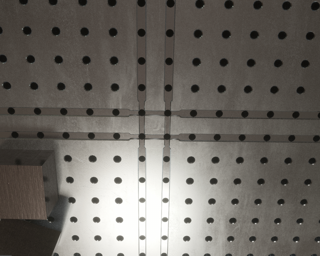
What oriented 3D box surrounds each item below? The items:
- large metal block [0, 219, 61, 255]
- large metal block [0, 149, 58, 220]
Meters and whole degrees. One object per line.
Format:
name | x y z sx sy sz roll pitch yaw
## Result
large metal block | -0.193 0.172 0.442 0.080 0.050 0.080 20 142 -8
large metal block | -0.191 0.076 0.425 0.081 0.050 0.079 2 109 -1
